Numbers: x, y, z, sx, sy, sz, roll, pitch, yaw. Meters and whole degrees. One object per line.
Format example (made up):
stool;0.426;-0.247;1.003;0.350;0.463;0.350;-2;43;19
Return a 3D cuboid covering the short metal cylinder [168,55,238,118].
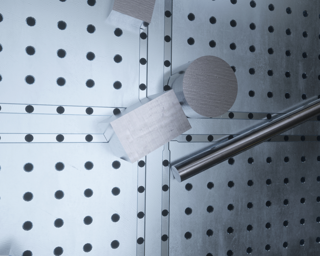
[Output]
short metal cylinder;0.057;-0.054;0.422;0.081;0.050;0.079;0;90;-21

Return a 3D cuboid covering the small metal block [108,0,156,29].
small metal block;-0.034;-0.163;0.401;0.050;0.025;0.050;14;85;-20

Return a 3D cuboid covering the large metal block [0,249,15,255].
large metal block;-0.180;0.196;0.333;0.080;0.050;0.080;-32;101;-18

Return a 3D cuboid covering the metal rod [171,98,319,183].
metal rod;0.154;0.009;0.471;0.302;0.025;0.025;-22;98;-19

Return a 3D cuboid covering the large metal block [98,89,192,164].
large metal block;-0.022;-0.003;0.376;0.080;0.080;0.050;-30;100;-18
